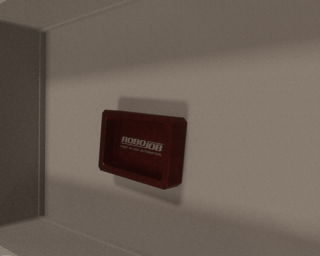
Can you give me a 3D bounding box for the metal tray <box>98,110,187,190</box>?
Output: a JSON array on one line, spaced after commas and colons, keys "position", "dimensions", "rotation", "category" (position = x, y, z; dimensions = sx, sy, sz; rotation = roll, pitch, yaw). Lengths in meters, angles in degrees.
[{"position": [-0.029, 0.024, 0.424], "dimensions": [0.130, 0.030, 0.089], "rotation": [8, 95, 39], "category": "metal tray"}]
